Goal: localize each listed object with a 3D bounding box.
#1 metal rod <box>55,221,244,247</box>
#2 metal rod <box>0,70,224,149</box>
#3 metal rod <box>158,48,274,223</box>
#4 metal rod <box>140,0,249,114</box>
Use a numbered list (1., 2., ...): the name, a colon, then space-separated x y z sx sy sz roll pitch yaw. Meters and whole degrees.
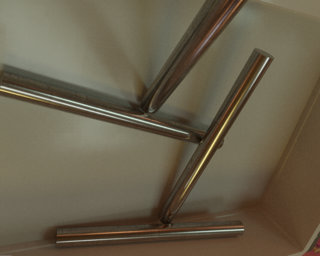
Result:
1. metal rod: -0.002 0.162 0.480 0.302 0.025 0.025 5 116 -22
2. metal rod: -0.033 -0.012 0.382 0.302 0.025 0.025 15 111 -34
3. metal rod: 0.064 0.031 0.429 0.025 0.025 0.298 5 126 -31
4. metal rod: 0.036 -0.080 0.257 0.025 0.025 0.299 -9 163 -23
